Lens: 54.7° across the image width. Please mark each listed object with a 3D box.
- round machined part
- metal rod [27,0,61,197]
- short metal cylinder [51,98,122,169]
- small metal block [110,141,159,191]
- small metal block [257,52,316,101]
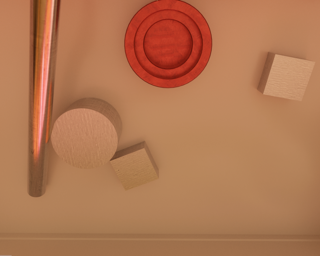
[{"bbox_3d":[0.009,-0.100,0.366,0.099,0.042,0.097,0,110,-1],"label":"round machined part"},{"bbox_3d":[-0.134,-0.018,0.348,0.025,0.025,0.298,16,130,-6],"label":"metal rod"},{"bbox_3d":[-0.092,0.006,0.399,0.081,0.050,0.079,0,110,-1],"label":"short metal cylinder"},{"bbox_3d":[-0.034,0.053,0.430,0.050,0.025,0.050,-21,109,7],"label":"small metal block"},{"bbox_3d":[0.157,-0.065,0.390,0.050,0.025,0.050,10,110,-4],"label":"small metal block"}]
